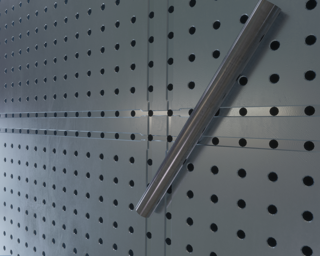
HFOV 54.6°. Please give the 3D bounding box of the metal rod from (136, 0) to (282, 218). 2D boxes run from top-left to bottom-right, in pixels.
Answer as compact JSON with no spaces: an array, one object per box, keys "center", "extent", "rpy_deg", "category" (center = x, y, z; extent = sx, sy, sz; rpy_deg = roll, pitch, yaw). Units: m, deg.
[{"center":[0.045,-0.006,0.372],"extent":[0.025,0.025,0.298],"rpy_deg":[44,116,31],"category":"metal rod"}]
